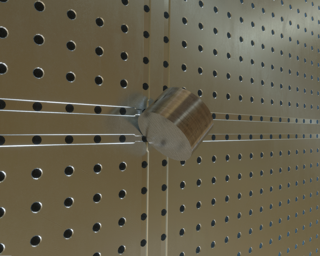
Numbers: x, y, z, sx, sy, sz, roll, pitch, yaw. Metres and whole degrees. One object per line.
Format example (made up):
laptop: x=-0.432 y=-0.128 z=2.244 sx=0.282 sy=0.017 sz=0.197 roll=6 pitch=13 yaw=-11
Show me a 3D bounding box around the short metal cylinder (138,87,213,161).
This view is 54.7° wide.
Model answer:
short metal cylinder: x=0.019 y=-0.005 z=0.391 sx=0.050 sy=0.080 sz=0.080 roll=-48 pitch=119 yaw=-29
